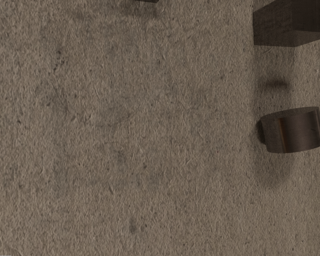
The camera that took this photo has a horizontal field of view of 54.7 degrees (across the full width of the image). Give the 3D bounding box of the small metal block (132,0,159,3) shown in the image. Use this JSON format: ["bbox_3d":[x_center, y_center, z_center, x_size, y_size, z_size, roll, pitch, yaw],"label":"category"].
[{"bbox_3d":[-0.024,-0.194,0.401,0.050,0.025,0.050,-1,91,-21],"label":"small metal block"}]

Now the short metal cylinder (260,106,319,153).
[{"bbox_3d":[0.193,0.002,0.453,0.081,0.080,0.050,-15,96,-20],"label":"short metal cylinder"}]

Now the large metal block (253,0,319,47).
[{"bbox_3d":[0.195,-0.154,0.454,0.081,0.080,0.050,-3,91,-20],"label":"large metal block"}]
